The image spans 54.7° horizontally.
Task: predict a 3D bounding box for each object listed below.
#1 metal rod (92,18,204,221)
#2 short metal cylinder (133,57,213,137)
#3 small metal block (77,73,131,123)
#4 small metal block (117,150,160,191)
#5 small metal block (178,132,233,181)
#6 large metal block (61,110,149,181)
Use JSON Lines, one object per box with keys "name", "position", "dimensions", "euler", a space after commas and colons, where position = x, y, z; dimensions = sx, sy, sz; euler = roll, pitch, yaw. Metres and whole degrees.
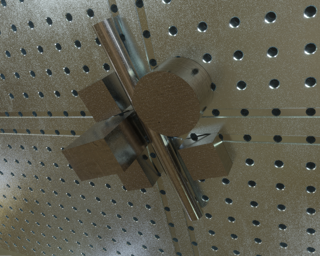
{"name": "metal rod", "position": [-0.008, 0.002, 0.415], "dimensions": [0.025, 0.025, 0.299], "euler": [-13, 112, 33]}
{"name": "short metal cylinder", "position": [0.016, -0.037, 0.362], "dimensions": [0.080, 0.050, 0.079], "euler": [13, 124, 20]}
{"name": "small metal block", "position": [-0.077, -0.041, 0.425], "dimensions": [0.050, 0.025, 0.050], "euler": [-19, 109, 35]}
{"name": "small metal block", "position": [-0.037, 0.065, 0.469], "dimensions": [0.050, 0.025, 0.050], "euler": [-17, 110, 34]}
{"name": "small metal block", "position": [0.059, 0.038, 0.402], "dimensions": [0.050, 0.025, 0.050], "euler": [-15, 111, 34]}
{"name": "large metal block", "position": [-0.070, 0.023, 0.423], "dimensions": [0.080, 0.080, 0.050], "euler": [-16, 110, 34]}
